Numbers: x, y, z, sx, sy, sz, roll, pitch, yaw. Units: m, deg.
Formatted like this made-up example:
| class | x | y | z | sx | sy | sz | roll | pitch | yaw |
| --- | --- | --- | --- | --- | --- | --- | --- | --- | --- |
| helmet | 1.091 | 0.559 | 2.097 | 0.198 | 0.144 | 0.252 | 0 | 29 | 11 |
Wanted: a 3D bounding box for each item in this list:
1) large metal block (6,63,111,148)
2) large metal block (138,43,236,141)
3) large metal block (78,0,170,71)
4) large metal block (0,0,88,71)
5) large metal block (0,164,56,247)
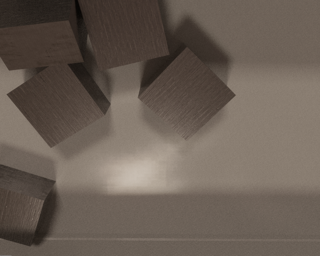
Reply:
| class | x | y | z | sx | sy | sz | roll | pitch | yaw |
| --- | --- | --- | --- | --- | --- | --- | --- | --- | --- |
| large metal block | -0.121 | -0.035 | 0.383 | 0.080 | 0.050 | 0.080 | -30 | 108 | 10 |
| large metal block | 0.031 | -0.045 | 0.382 | 0.080 | 0.050 | 0.080 | 42 | 105 | -14 |
| large metal block | -0.038 | -0.117 | 0.354 | 0.080 | 0.050 | 0.079 | -13 | 110 | 4 |
| large metal block | -0.125 | -0.111 | 0.332 | 0.080 | 0.080 | 0.050 | -6 | 142 | 2 |
| large metal block | -0.203 | 0.108 | 0.435 | 0.080 | 0.050 | 0.079 | 19 | 109 | -8 |
